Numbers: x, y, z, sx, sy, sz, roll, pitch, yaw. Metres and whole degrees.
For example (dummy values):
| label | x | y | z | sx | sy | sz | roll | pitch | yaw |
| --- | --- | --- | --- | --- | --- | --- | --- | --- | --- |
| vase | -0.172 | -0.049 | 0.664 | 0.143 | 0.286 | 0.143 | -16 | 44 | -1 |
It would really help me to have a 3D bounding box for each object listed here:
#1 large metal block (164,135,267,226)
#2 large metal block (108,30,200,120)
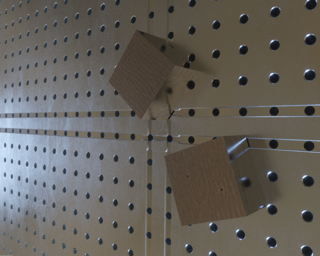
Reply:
| label | x | y | z | sx | sy | sz | roll | pitch | yaw |
| --- | --- | --- | --- | --- | --- | --- | --- | --- | --- |
| large metal block | 0.060 | 0.058 | 0.345 | 0.080 | 0.050 | 0.080 | -23 | 76 | 38 |
| large metal block | -0.010 | -0.067 | 0.403 | 0.080 | 0.050 | 0.080 | 49 | 119 | 29 |
